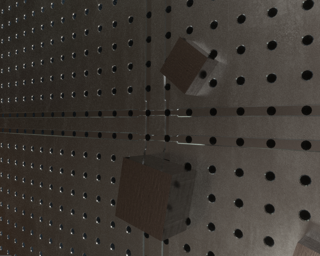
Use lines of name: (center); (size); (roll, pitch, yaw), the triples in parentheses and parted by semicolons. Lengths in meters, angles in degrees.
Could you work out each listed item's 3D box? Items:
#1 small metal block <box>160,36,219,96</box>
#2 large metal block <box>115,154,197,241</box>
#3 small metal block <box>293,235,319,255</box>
small metal block: (0.035, -0.075, 0.379); (0.050, 0.025, 0.050); (47, 118, 29)
large metal block: (-0.007, 0.084, 0.397); (0.080, 0.050, 0.079); (14, 99, 38)
small metal block: (0.148, 0.137, 0.287); (0.050, 0.025, 0.050); (23, 104, 37)
